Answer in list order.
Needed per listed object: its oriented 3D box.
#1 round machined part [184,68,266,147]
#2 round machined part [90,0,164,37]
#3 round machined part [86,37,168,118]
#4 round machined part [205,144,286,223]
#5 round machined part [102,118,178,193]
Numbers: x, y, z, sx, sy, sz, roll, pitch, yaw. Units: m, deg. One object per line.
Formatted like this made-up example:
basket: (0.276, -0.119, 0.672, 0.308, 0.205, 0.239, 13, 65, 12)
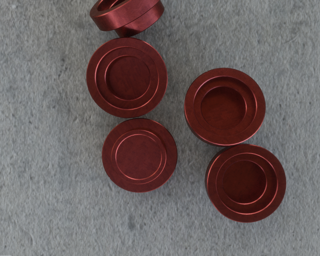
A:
round machined part: (0.080, -0.024, 0.397, 0.099, 0.042, 0.097, 0, 80, 2)
round machined part: (-0.034, -0.149, 0.383, 0.098, 0.098, 0.042, -36, 126, 0)
round machined part: (-0.040, -0.064, 0.394, 0.099, 0.042, 0.097, 0, 103, 0)
round machined part: (0.107, 0.069, 0.403, 0.099, 0.042, 0.097, 0, 90, -1)
round machined part: (-0.026, 0.036, 0.401, 0.099, 0.042, 0.097, 0, 90, -1)
